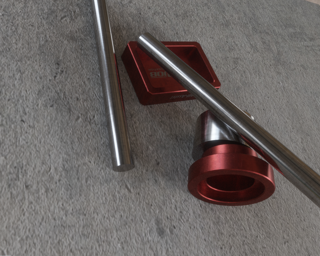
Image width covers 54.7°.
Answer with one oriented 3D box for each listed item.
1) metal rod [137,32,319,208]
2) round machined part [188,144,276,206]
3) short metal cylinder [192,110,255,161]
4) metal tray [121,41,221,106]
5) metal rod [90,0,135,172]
[{"bbox_3d":[0.074,-0.024,0.367,0.025,0.025,0.300,-25,59,-37],"label":"metal rod"},{"bbox_3d":[0.083,0.054,0.369,0.099,0.097,0.042,19,53,-17],"label":"round machined part"},{"bbox_3d":[0.085,0.017,0.403,0.080,0.080,0.050,23,54,-15],"label":"short metal cylinder"},{"bbox_3d":[0.018,-0.085,0.461,0.131,0.030,0.090,-10,67,-32],"label":"metal tray"},{"bbox_3d":[-0.070,-0.086,0.418,0.025,0.025,0.299,2,61,-27],"label":"metal rod"}]
